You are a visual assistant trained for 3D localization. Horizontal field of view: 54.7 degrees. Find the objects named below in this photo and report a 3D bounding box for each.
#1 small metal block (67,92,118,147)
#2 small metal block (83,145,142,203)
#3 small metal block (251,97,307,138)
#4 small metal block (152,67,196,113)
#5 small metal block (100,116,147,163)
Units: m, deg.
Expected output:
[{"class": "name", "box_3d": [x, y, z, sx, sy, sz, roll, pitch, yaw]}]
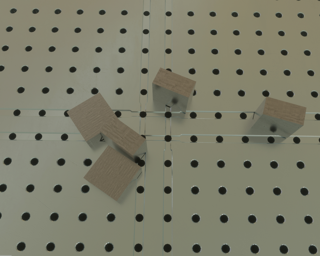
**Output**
[{"class": "small metal block", "box_3d": [-0.087, -0.011, 0.415, 0.050, 0.025, 0.050, -33, 74, -12]}, {"class": "small metal block", "box_3d": [-0.058, 0.058, 0.390, 0.050, 0.025, 0.050, 32, 73, 11]}, {"class": "small metal block", "box_3d": [0.154, -0.013, 0.405, 0.050, 0.050, 0.025, 16, 71, 5]}, {"class": "small metal block", "box_3d": [0.018, -0.050, 0.417, 0.050, 0.050, 0.025, 23, 72, 8]}, {"class": "small metal block", "box_3d": [-0.044, 0.017, 0.392, 0.050, 0.050, 0.025, 35, 74, 11]}]
